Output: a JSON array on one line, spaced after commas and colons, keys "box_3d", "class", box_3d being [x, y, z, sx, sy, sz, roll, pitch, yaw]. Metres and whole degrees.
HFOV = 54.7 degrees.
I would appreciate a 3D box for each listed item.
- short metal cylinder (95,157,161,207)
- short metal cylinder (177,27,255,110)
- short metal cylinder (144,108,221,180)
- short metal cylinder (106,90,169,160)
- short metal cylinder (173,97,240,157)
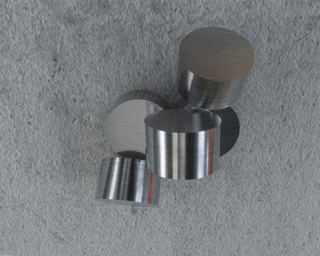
[{"box_3d": [-0.039, 0.072, 0.401, 0.081, 0.080, 0.050, 7, 71, -3], "class": "short metal cylinder"}, {"box_3d": [0.060, -0.067, 0.350, 0.081, 0.080, 0.050, 1, 148, -1], "class": "short metal cylinder"}, {"box_3d": [0.024, 0.014, 0.334, 0.081, 0.080, 0.050, -1, 110, 0], "class": "short metal cylinder"}, {"box_3d": [-0.025, -0.004, 0.395, 0.081, 0.050, 0.079, 0, 110, -1], "class": "short metal cylinder"}, {"box_3d": [0.056, -0.006, 0.396, 0.081, 0.050, 0.079, 0, 110, -1], "class": "short metal cylinder"}]
